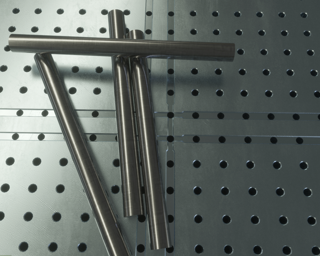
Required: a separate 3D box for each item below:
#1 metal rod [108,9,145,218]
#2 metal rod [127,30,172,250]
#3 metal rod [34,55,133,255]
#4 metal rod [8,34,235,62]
[{"bbox_3d":[-0.049,-0.034,0.423,0.025,0.025,0.299,-7,70,-2],"label":"metal rod"},{"bbox_3d":[-0.017,0.001,0.411,0.025,0.025,0.299,-7,70,-3],"label":"metal rod"},{"bbox_3d":[-0.106,0.024,0.402,0.025,0.025,0.299,-24,72,-8],"label":"metal rod"},{"bbox_3d":[-0.051,-0.110,0.423,0.302,0.025,0.025,3,70,1],"label":"metal rod"}]
